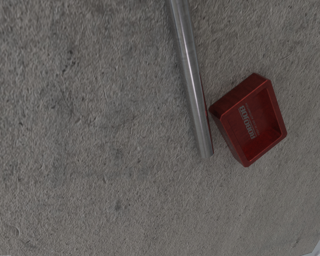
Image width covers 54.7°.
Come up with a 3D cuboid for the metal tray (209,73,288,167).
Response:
[{"bbox_3d":[0.139,-0.008,0.474,0.090,0.030,0.130,-38,129,-3],"label":"metal tray"}]

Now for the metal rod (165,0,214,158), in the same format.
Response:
[{"bbox_3d":[0.035,-0.078,0.377,0.025,0.025,0.299,-26,128,-12],"label":"metal rod"}]
